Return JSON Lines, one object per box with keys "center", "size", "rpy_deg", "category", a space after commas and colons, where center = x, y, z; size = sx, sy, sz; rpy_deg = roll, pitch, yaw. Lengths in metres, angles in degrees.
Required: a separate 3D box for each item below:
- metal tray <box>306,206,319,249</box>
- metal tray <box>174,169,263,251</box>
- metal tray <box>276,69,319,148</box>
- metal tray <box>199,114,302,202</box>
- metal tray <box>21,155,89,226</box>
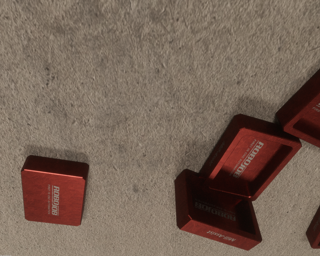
{"center": [0.327, 0.168, 0.552], "size": [0.091, 0.030, 0.129], "rpy_deg": [-1, 130, 0], "category": "metal tray"}
{"center": [0.087, 0.123, 0.471], "size": [0.131, 0.090, 0.030], "rpy_deg": [23, 126, -19], "category": "metal tray"}
{"center": [0.230, -0.014, 0.395], "size": [0.131, 0.030, 0.089], "rpy_deg": [22, 127, -18], "category": "metal tray"}
{"center": [0.122, 0.047, 0.437], "size": [0.091, 0.030, 0.129], "rpy_deg": [15, 128, -12], "category": "metal tray"}
{"center": [-0.165, 0.103, 0.489], "size": [0.091, 0.030, 0.129], "rpy_deg": [10, 130, -9], "category": "metal tray"}
